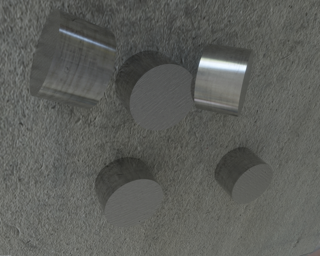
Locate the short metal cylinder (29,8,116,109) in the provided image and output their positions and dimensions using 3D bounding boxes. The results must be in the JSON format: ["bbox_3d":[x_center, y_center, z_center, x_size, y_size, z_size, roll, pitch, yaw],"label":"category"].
[{"bbox_3d":[-0.083,-0.062,0.288,0.050,0.080,0.080,14,111,-34],"label":"short metal cylinder"}]

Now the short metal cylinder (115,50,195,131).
[{"bbox_3d":[-0.006,-0.044,0.360,0.081,0.050,0.079,-14,124,-21],"label":"short metal cylinder"}]

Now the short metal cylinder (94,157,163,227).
[{"bbox_3d":[-0.043,0.087,0.421,0.081,0.050,0.079,-14,124,-21],"label":"short metal cylinder"}]

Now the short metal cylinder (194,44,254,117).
[{"bbox_3d":[0.077,-0.057,0.371,0.080,0.050,0.080,13,91,-72],"label":"short metal cylinder"}]

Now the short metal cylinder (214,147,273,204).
[{"bbox_3d":[0.138,0.079,0.515,0.081,0.050,0.079,-14,124,-21],"label":"short metal cylinder"}]
